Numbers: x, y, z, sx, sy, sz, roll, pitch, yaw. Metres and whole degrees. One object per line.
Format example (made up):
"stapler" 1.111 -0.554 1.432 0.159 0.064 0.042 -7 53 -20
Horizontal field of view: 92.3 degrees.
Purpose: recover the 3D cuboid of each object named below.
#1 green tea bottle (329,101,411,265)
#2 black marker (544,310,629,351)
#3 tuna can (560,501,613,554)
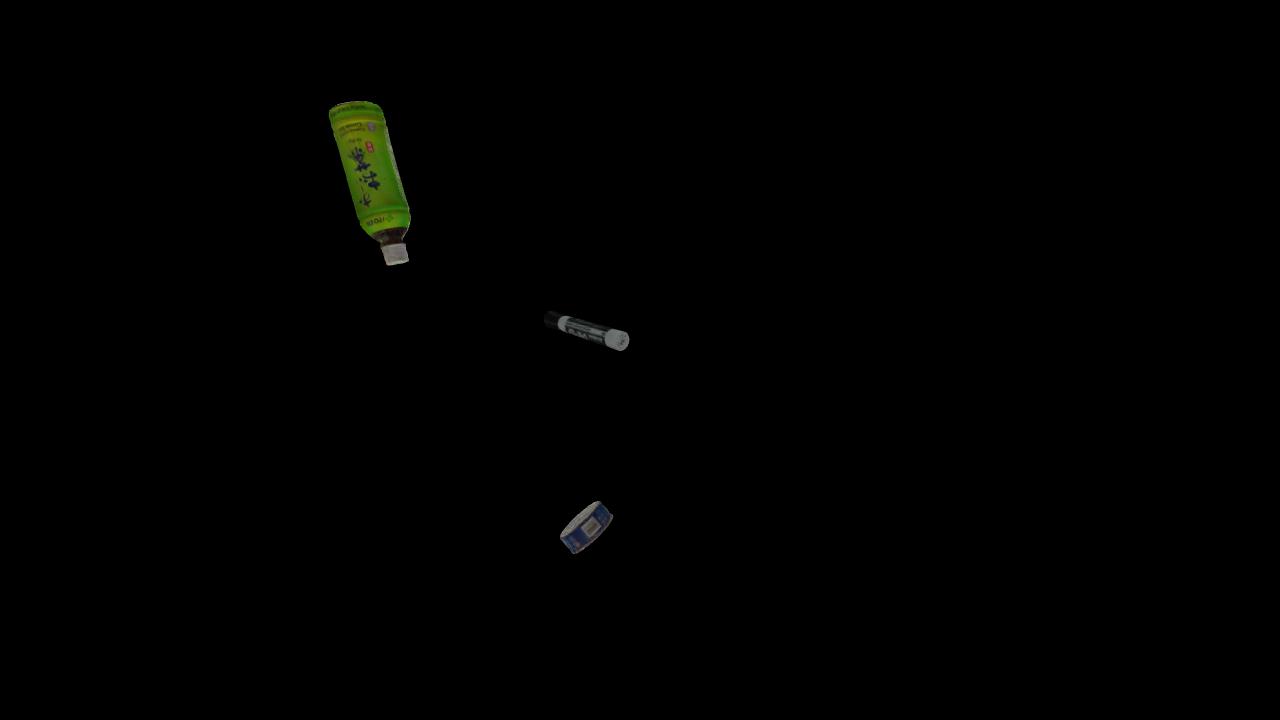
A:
"green tea bottle" -0.357 -0.235 0.836 0.073 0.212 0.073 -15 6 2
"black marker" -0.057 -0.031 0.617 0.020 0.020 0.121 0 13 -45
"tuna can" -0.083 0.257 0.950 0.084 0.034 0.084 -41 2 2
